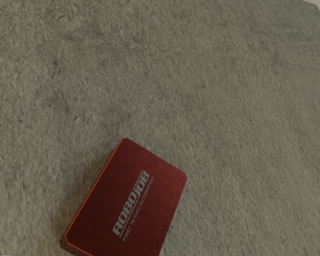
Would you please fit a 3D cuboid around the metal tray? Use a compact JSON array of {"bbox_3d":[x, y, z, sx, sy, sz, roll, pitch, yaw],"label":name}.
[{"bbox_3d":[-0.033,0.085,0.333,0.090,0.030,0.130,32,51,-8],"label":"metal tray"}]
